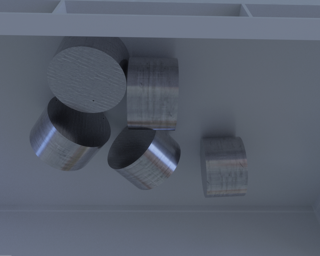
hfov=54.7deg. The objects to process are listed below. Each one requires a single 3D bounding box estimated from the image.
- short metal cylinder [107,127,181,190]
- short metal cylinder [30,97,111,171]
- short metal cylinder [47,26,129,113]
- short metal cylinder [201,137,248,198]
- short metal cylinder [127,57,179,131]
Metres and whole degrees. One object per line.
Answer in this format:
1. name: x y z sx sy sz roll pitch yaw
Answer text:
1. short metal cylinder: -0.021 0.032 0.400 0.080 0.080 0.050 -30 124 23
2. short metal cylinder: -0.108 0.005 0.376 0.080 0.080 0.050 30 124 -23
3. short metal cylinder: -0.075 -0.063 0.338 0.081 0.050 0.079 0 130 0
4. short metal cylinder: 0.084 0.053 0.419 0.050 0.080 0.079 -3 130 2
5. short metal cylinder: -0.008 -0.037 0.341 0.050 0.080 0.079 1 130 -2
